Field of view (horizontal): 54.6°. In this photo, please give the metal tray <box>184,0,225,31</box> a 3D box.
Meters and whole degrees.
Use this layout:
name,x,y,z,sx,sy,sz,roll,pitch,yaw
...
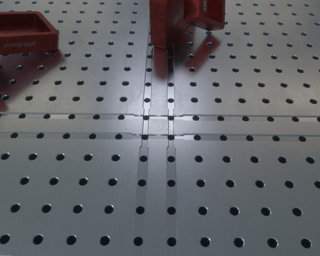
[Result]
name,x,y,z,sx,sy,sz,roll,pitch,yaw
metal tray,0.077,-0.238,0.523,0.030,0.129,0.091,5,8,37

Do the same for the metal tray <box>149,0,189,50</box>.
name,x,y,z,sx,sy,sz,roll,pitch,yaw
metal tray,0.028,-0.209,0.540,0.030,0.090,0.130,23,54,18

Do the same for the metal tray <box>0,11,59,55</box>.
name,x,y,z,sx,sy,sz,roll,pitch,yaw
metal tray,-0.247,-0.159,0.512,0.131,0.030,0.090,-17,50,-36
